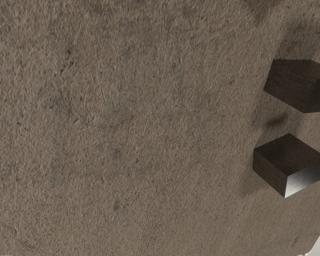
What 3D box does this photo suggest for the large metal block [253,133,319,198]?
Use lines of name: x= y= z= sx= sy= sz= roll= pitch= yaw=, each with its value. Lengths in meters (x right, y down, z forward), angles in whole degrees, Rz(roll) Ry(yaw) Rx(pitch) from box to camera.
large metal block: x=0.219 y=0.062 z=0.532 sx=0.081 sy=0.080 sz=0.050 roll=-21 pitch=127 yaw=-16

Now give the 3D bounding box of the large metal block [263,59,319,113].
large metal block: x=0.216 y=-0.064 z=0.453 sx=0.081 sy=0.080 sz=0.050 roll=-5 pitch=121 yaw=-26
